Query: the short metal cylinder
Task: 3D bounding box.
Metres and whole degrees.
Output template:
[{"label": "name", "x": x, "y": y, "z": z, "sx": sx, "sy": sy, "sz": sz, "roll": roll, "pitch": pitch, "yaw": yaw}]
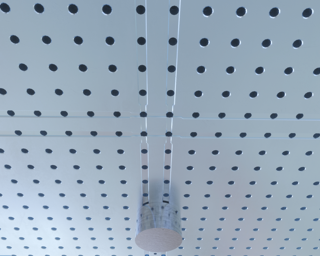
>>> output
[{"label": "short metal cylinder", "x": -0.002, "y": 0.175, "z": 0.544, "sx": 0.081, "sy": 0.050, "sz": 0.079, "roll": 0, "pitch": 130, "yaw": 0}]
